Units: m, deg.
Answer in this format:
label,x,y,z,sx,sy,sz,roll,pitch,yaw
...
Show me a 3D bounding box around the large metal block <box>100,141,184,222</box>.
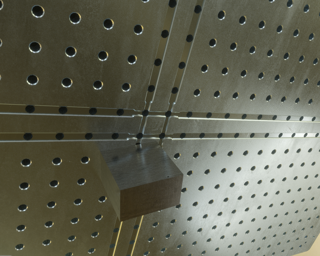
label,x,y,z,sx,sy,sz,roll,pitch,yaw
large metal block,-0.026,0.065,0.403,0.081,0.080,0.050,-10,123,-24
